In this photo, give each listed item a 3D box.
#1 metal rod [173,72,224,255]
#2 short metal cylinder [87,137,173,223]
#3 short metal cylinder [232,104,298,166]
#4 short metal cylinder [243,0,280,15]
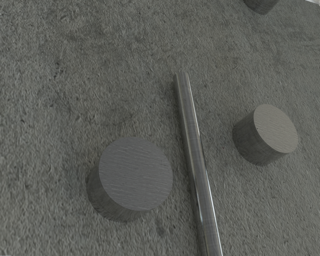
[{"bbox_3d":[0.048,0.054,0.396,0.025,0.025,0.299,7,59,-25],"label":"metal rod"},{"bbox_3d":[-0.033,0.056,0.335,0.081,0.050,0.080,14,56,-21],"label":"short metal cylinder"},{"bbox_3d":[0.157,0.011,0.466,0.081,0.050,0.080,14,56,-21],"label":"short metal cylinder"},{"bbox_3d":[0.230,-0.303,0.697,0.081,0.050,0.080,14,56,-21],"label":"short metal cylinder"}]
